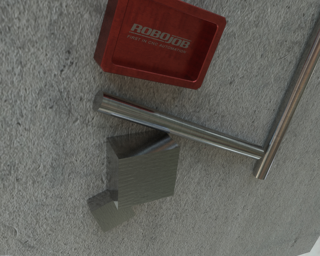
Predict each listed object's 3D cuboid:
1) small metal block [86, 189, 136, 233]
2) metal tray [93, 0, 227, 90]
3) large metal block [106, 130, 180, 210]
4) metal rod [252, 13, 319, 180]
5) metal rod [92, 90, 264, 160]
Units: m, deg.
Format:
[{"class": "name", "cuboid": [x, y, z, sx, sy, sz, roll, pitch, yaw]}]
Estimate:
[{"class": "small metal block", "cuboid": [-0.069, 0.114, 0.441, 0.050, 0.025, 0.050, -27, 128, -12]}, {"class": "metal tray", "cuboid": [0.002, -0.098, 0.345, 0.131, 0.030, 0.089, 6, 115, -32]}, {"class": "large metal block", "cuboid": [-0.025, 0.053, 0.411, 0.081, 0.050, 0.079, -9, 123, -24]}, {"class": "metal rod", "cuboid": [0.212, -0.045, 0.497, 0.025, 0.025, 0.298, -1, 119, -29]}, {"class": "metal rod", "cuboid": [0.047, 0.005, 0.437, 0.302, 0.025, 0.025, 17, 109, -35]}]
